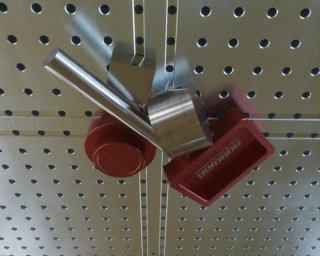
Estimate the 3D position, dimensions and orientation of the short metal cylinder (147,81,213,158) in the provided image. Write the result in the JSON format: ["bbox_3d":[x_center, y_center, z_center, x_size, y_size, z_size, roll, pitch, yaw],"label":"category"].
[{"bbox_3d":[0.026,-0.009,0.368,0.050,0.080,0.080,-20,128,15],"label":"short metal cylinder"}]

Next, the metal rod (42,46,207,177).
[{"bbox_3d":[-0.012,0.004,0.393,0.025,0.025,0.301,-32,131,24],"label":"metal rod"}]

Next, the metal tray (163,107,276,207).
[{"bbox_3d":[0.080,0.043,0.419,0.130,0.030,0.090,-43,127,12],"label":"metal tray"}]

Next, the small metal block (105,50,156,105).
[{"bbox_3d":[-0.035,-0.058,0.362,0.050,0.025,0.050,10,129,-9],"label":"small metal block"}]

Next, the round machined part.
[{"bbox_3d":[-0.054,0.031,0.425,0.099,0.042,0.097,-1,130,0],"label":"round machined part"}]
